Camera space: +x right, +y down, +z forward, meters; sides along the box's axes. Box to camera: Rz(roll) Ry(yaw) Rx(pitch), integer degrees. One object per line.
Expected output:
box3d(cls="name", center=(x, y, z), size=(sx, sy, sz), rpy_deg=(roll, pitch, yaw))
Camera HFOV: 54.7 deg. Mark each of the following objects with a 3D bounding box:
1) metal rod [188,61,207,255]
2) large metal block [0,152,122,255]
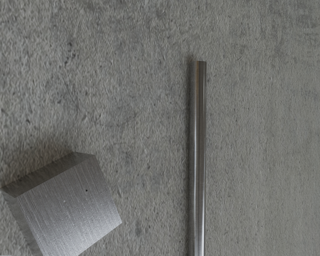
box3d(cls="metal rod", center=(0.055, 0.053, 0.453), size=(0.025, 0.025, 0.298), rpy_deg=(1, 90, -40))
box3d(cls="large metal block", center=(-0.096, 0.078, 0.309), size=(0.081, 0.050, 0.080), rpy_deg=(-29, 109, -36))
